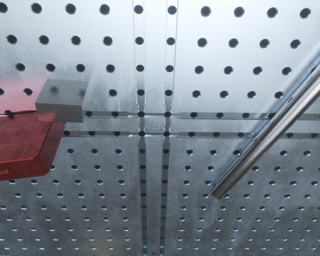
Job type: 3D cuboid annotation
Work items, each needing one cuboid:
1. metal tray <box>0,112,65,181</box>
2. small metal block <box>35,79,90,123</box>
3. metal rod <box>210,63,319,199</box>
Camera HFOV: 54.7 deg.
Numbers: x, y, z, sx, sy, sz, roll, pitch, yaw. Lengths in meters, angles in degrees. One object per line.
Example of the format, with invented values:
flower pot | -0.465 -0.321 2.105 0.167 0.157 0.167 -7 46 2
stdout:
metal tray | -0.195 0.023 0.385 0.131 0.090 0.030 -7 130 6
small metal block | -0.112 -0.033 0.366 0.050 0.050 0.025 3 130 -3
metal rod | 0.154 0.002 0.415 0.025 0.025 0.298 19 128 -16
